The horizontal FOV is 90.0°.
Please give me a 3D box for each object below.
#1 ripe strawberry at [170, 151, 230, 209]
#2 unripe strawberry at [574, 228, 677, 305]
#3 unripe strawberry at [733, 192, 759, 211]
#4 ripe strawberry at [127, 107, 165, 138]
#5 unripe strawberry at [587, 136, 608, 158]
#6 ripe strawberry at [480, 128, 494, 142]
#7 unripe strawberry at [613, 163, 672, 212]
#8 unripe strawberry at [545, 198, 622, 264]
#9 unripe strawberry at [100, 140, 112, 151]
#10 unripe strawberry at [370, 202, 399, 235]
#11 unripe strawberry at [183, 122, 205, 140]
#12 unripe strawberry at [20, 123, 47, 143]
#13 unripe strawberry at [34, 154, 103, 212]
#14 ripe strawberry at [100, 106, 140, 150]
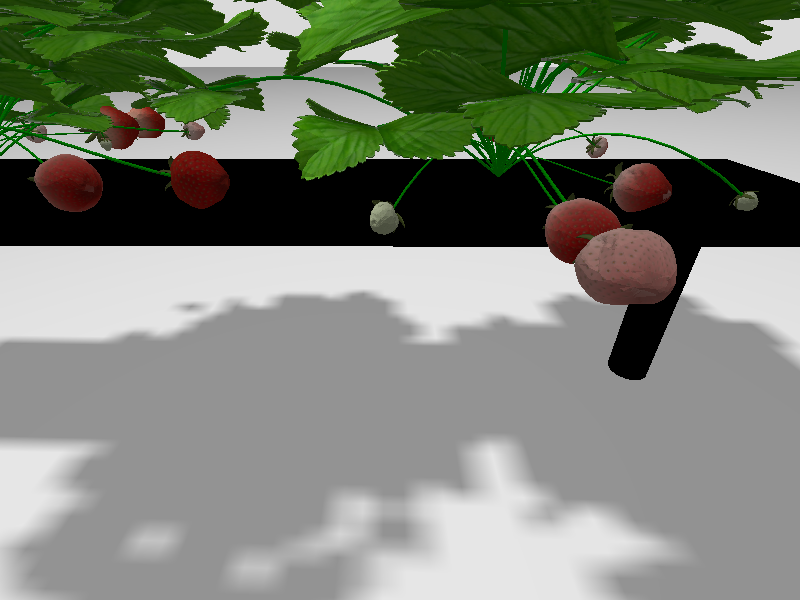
[{"bbox_3d":[-0.134,-0.082,0.273,0.038,0.037,0.035,10,33,15],"label":"ripe strawberry"},{"bbox_3d":[0.090,-0.011,0.159,0.036,0.033,0.033,-1,32,-1],"label":"unripe strawberry"},{"bbox_3d":[0.230,-0.065,0.265,0.011,0.012,0.013,-40,-3,-46],"label":"unripe strawberry"},{"bbox_3d":[-0.306,-0.215,0.484,0.043,0.037,0.043,10,33,16],"label":"ripe strawberry"},{"bbox_3d":[0.198,-0.151,0.398,0.019,0.020,0.018,2,25,-36],"label":"unripe strawberry"},{"bbox_3d":[0.117,-0.217,0.486,0.043,0.045,0.046,5,32,9],"label":"ripe strawberry"},{"bbox_3d":[0.156,-0.071,0.257,0.035,0.031,0.032,-22,38,-31],"label":"unripe strawberry"},{"bbox_3d":[0.089,-0.032,0.193,0.036,0.031,0.036,-1,32,-1],"label":"unripe strawberry"},{"bbox_3d":[-0.311,-0.164,0.425,0.010,0.011,0.011,16,35,24],"label":"unripe strawberry"},{"bbox_3d":[-0.010,-0.046,0.229,0.016,0.018,0.018,21,51,30],"label":"unripe strawberry"},{"bbox_3d":[-0.247,-0.204,0.482,0.024,0.021,0.022,20,37,29],"label":"unripe strawberry"},{"bbox_3d":[-0.430,-0.199,0.473,0.024,0.025,0.026,-12,17,-19],"label":"unripe strawberry"},{"bbox_3d":[-0.213,-0.075,0.263,0.038,0.037,0.035,17,36,25],"label":"unripe strawberry"},{"bbox_3d":[-0.312,-0.192,0.444,0.042,0.044,0.046,12,33,19],"label":"ripe strawberry"}]
